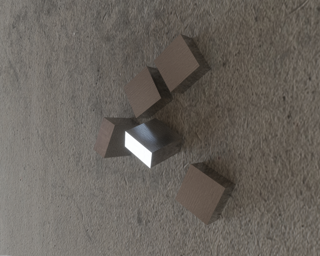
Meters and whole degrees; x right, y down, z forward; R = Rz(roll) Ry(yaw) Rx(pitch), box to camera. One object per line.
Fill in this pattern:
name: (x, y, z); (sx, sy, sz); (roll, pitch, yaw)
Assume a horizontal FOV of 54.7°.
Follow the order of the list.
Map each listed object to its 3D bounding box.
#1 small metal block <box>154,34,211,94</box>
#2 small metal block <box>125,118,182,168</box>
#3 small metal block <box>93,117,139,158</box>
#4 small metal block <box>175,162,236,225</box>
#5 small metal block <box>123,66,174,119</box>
small metal block: (0.027, -0.078, 0.383); (0.050, 0.025, 0.050); (-40, 66, 32)
small metal block: (-0.009, 0.017, 0.392); (0.050, 0.050, 0.025); (37, 136, 34)
small metal block: (-0.060, 0.013, 0.438); (0.025, 0.050, 0.050); (32, 110, 35)
small metal block: (0.052, 0.075, 0.362); (0.050, 0.025, 0.050); (34, 111, 35)
small metal block: (-0.017, -0.047, 0.419); (0.050, 0.025, 0.050); (-36, 68, 34)
